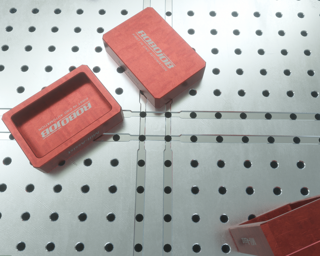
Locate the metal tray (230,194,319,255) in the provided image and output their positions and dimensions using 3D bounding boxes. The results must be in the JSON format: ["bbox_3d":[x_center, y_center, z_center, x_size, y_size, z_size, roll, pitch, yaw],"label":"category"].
[{"bbox_3d":[0.132,0.100,0.321,0.091,0.130,0.030,-20,72,-7],"label":"metal tray"}]

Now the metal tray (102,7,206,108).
[{"bbox_3d":[-0.009,-0.104,0.447,0.090,0.030,0.130,-37,74,-13],"label":"metal tray"}]

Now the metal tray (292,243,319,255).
[{"bbox_3d":[0.206,0.151,0.356,0.131,0.030,0.090,-21,72,-8],"label":"metal tray"}]

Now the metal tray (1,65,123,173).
[{"bbox_3d":[-0.126,-0.015,0.412,0.131,0.030,0.090,-36,74,-13],"label":"metal tray"}]
